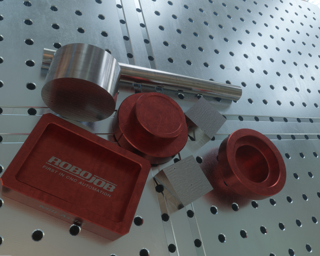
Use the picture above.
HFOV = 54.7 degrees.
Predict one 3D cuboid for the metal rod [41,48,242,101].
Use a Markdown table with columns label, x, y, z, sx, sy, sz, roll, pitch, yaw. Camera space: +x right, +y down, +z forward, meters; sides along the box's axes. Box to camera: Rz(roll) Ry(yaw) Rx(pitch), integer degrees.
| label | x | y | z | sx | sy | sz | roll | pitch | yaw |
| --- | --- | --- | --- | --- | --- | --- | --- | --- | --- |
| metal rod | -0.009 | -0.072 | 0.446 | 0.302 | 0.025 | 0.025 | 6 | 59 | -25 |

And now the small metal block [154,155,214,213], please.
| label | x | y | z | sx | sy | sz | roll | pitch | yaw |
| --- | --- | --- | --- | --- | --- | --- | --- | --- | --- |
| small metal block | 0.029 | 0.068 | 0.382 | 0.050 | 0.025 | 0.050 | -21 | 73 | -36 |

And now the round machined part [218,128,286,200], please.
| label | x | y | z | sx | sy | sz | roll | pitch | yaw |
| --- | --- | --- | --- | --- | --- | --- | --- | --- | --- |
| round machined part | 0.122 | 0.053 | 0.430 | 0.099 | 0.042 | 0.098 | 14 | 56 | -21 |

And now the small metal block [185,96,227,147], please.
| label | x | y | z | sx | sy | sz | roll | pitch | yaw |
| --- | --- | --- | --- | --- | --- | --- | --- | --- | --- |
| small metal block | 0.060 | -0.010 | 0.447 | 0.050 | 0.025 | 0.050 | 44 | 51 | 2 |

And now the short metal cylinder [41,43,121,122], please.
| label | x | y | z | sx | sy | sz | roll | pitch | yaw |
| --- | --- | --- | --- | --- | --- | --- | --- | --- | --- |
| short metal cylinder | -0.088 | -0.050 | 0.355 | 0.081 | 0.080 | 0.050 | 16 | 55 | -19 |

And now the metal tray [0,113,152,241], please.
| label | x | y | z | sx | sy | sz | roll | pitch | yaw |
| --- | --- | --- | --- | --- | --- | --- | --- | --- | --- |
| metal tray | -0.083 | 0.051 | 0.328 | 0.131 | 0.030 | 0.090 | 27 | 53 | -11 |

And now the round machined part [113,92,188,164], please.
| label | x | y | z | sx | sy | sz | roll | pitch | yaw |
| --- | --- | --- | --- | --- | --- | --- | --- | --- | --- |
| round machined part | -0.007 | -0.007 | 0.397 | 0.099 | 0.042 | 0.098 | 14 | 53 | -20 |
